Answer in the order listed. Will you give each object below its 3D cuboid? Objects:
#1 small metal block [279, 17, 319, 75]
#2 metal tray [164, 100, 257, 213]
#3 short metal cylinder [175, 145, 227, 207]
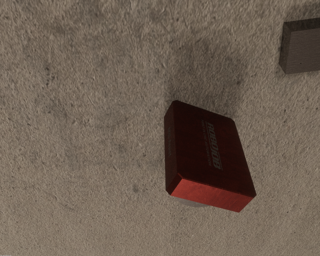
[{"bbox_3d":[0.160,-0.089,0.334,0.050,0.025,0.050,-6,130,5],"label":"small metal block"},{"bbox_3d":[0.053,0.028,0.363,0.091,0.130,0.030,17,128,-15],"label":"metal tray"},{"bbox_3d":[0.058,0.071,0.453,0.081,0.050,0.079,0,130,0],"label":"short metal cylinder"}]
